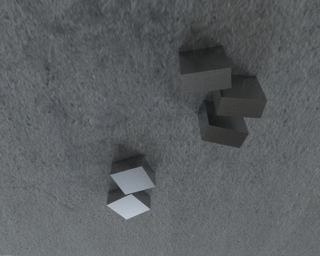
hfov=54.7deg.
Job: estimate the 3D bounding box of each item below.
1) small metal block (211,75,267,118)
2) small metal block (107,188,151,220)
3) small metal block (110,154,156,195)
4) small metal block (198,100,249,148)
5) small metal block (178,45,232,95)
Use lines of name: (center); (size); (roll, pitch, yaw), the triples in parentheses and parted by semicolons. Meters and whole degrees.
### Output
small metal block: (0.090, -0.038, 0.360); (0.050, 0.050, 0.025); (4, 130, -4)
small metal block: (-0.051, 0.120, 0.509); (0.050, 0.025, 0.050); (-28, 125, 21)
small metal block: (-0.040, 0.070, 0.467); (0.050, 0.025, 0.050); (-17, 128, 14)
small metal block: (0.077, -0.005, 0.387); (0.050, 0.050, 0.025); (12, 129, -11)
small metal block: (0.048, -0.064, 0.337); (0.050, 0.050, 0.025); (-7, 130, 6)
